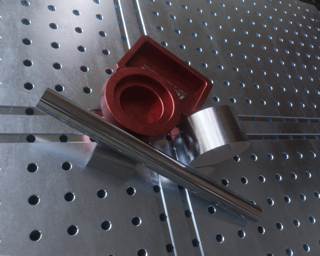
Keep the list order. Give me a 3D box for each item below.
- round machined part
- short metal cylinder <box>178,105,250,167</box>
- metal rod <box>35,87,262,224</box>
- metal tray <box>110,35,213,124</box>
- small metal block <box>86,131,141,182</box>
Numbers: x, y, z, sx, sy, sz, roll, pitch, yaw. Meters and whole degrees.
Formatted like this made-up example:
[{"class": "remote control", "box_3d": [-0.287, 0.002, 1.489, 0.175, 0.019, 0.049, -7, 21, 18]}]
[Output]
[{"class": "round machined part", "box_3d": [-0.026, -0.025, 0.389, 0.099, 0.042, 0.098, 12, 57, -19]}, {"class": "short metal cylinder", "box_3d": [0.069, 0.012, 0.403, 0.081, 0.080, 0.050, -4, 64, -30]}, {"class": "metal rod", "box_3d": [0.004, 0.042, 0.360, 0.301, 0.025, 0.025, 31, 51, -20]}, {"class": "metal tray", "box_3d": [0.006, -0.068, 0.450, 0.130, 0.030, 0.090, 34, 51, -6]}, {"class": "small metal block", "box_3d": [-0.052, 0.028, 0.364, 0.050, 0.025, 0.050, 25, 53, -13]}]
